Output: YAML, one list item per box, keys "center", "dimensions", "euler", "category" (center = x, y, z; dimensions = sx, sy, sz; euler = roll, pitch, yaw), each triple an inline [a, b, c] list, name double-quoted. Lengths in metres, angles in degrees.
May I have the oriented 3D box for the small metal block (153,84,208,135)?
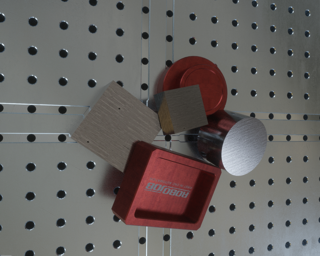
- center: [0.025, -0.022, 0.373]
  dimensions: [0.050, 0.025, 0.050]
  euler: [-15, 92, -31]
  category: "small metal block"

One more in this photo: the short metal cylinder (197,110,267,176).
- center: [0.099, 0.019, 0.424]
  dimensions: [0.081, 0.050, 0.079]
  euler: [-9, 109, -29]
  category: "short metal cylinder"

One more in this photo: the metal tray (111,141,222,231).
- center: [0.014, 0.076, 0.385]
  dimensions: [0.131, 0.030, 0.090]
  euler: [21, 90, -41]
  category: "metal tray"

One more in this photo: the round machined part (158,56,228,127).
- center: [0.050, -0.050, 0.422]
  dimensions: [0.099, 0.042, 0.097]
  euler: [0, 90, -20]
  category: "round machined part"

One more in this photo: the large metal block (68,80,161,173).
- center: [-0.053, 0.001, 0.380]
  dimensions: [0.080, 0.050, 0.080]
  euler: [37, 78, -16]
  category: "large metal block"
